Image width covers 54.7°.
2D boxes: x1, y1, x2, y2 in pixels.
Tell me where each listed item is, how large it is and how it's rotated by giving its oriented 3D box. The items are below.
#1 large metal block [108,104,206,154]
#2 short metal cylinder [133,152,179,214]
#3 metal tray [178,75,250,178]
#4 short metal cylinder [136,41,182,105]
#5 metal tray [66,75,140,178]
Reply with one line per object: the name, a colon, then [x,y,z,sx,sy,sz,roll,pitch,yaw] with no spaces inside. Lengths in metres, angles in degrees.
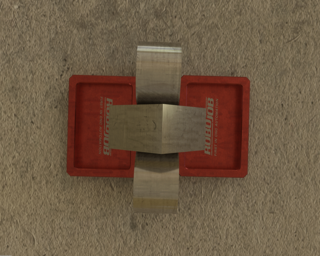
large metal block: [-0.002,0.000,0.363,0.080,0.081,0.050,2,91,40]
short metal cylinder: [-0.004,0.065,0.383,0.050,0.080,0.079,2,90,0]
metal tray: [0.068,-0.002,0.409,0.091,0.030,0.129,2,90,0]
short metal cylinder: [-0.001,-0.065,0.383,0.050,0.080,0.079,2,90,0]
metal tray: [-0.072,-0.002,0.408,0.091,0.030,0.129,2,90,0]
